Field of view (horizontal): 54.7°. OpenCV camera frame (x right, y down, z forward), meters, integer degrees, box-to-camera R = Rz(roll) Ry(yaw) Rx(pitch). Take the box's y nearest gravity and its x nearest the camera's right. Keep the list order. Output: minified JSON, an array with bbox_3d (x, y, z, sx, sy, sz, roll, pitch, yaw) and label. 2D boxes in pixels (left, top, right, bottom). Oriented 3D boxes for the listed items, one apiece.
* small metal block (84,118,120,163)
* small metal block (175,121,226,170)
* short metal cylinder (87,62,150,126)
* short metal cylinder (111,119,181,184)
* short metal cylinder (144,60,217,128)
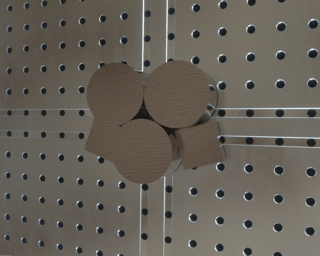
[{"bbox_3d":[-0.072,0.015,0.434,0.050,0.025,0.050,22,97,18],"label":"small metal block"},{"bbox_3d":[0.051,0.022,0.391,0.050,0.025,0.050,-15,85,19],"label":"small metal block"},{"bbox_3d":[-0.049,-0.043,0.413,0.080,0.050,0.079,0,90,20],"label":"short metal cylinder"},{"bbox_3d":[-0.015,0.028,0.401,0.080,0.050,0.079,0,90,20],"label":"short metal cylinder"},{"bbox_3d":[0.027,-0.040,0.386,0.080,0.050,0.079,0,90,20],"label":"short metal cylinder"}]
